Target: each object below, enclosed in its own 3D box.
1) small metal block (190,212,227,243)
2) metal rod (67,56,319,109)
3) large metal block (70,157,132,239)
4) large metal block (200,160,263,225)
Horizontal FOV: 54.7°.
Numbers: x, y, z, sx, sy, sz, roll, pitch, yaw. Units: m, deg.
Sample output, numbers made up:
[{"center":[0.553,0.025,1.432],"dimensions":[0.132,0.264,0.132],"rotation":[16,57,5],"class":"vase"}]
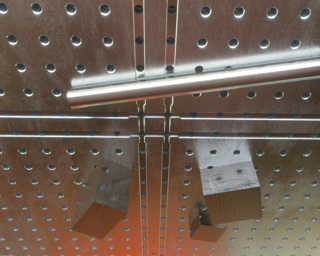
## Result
[{"center":[0.088,0.184,0.570],"dimensions":[0.050,0.025,0.050],"rotation":[13,129,-12],"class":"small metal block"},{"center":[0.041,-0.053,0.367],"dimensions":[0.302,0.025,0.025],"rotation":[-7,130,5],"class":"metal rod"},{"center":[-0.087,0.106,0.464],"dimensions":[0.050,0.080,0.080],"rotation":[26,125,-21],"class":"large metal block"},{"center":[0.112,0.103,0.485],"dimensions":[0.080,0.050,0.080],"rotation":[-11,130,9],"class":"large metal block"}]
